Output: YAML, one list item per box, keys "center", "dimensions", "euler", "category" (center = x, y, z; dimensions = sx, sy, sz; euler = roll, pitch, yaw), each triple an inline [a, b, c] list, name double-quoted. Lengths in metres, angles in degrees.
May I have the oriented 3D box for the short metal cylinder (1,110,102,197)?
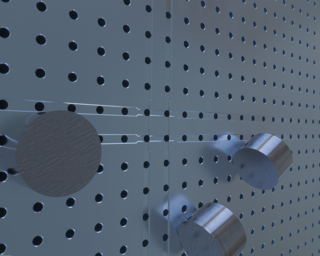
- center: [-0.106, 0.023, 0.304]
  dimensions: [0.081, 0.050, 0.079]
  euler: [0, 90, -40]
  category: "short metal cylinder"

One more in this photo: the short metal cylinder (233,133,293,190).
- center: [0.171, 0.055, 0.516]
  dimensions: [0.050, 0.080, 0.080]
  euler: [-34, 111, -35]
  category: "short metal cylinder"

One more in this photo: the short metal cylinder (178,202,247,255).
- center: [0.072, 0.152, 0.434]
  dimensions: [0.050, 0.080, 0.080]
  euler: [-27, 107, -37]
  category: "short metal cylinder"
